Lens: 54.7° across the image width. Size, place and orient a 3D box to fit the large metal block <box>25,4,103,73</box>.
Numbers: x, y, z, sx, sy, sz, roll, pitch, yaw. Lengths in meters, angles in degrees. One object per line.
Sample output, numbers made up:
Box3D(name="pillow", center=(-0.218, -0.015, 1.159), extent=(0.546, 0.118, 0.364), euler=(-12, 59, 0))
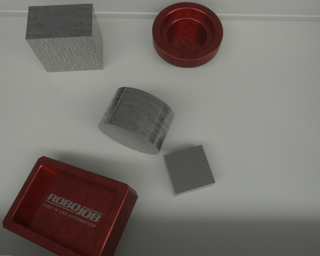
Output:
Box3D(name="large metal block", center=(-0.125, -0.120, 0.423), extent=(0.081, 0.080, 0.050), euler=(-3, 70, -2))

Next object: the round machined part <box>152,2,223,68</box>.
Box3D(name="round machined part", center=(0.039, -0.129, 0.448), extent=(0.099, 0.042, 0.098), euler=(0, 70, -1))

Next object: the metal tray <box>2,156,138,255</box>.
Box3D(name="metal tray", center=(-0.101, 0.092, 0.349), extent=(0.130, 0.030, 0.090), euler=(14, 67, 24))

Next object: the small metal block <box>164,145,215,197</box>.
Box3D(name="small metal block", center=(0.036, 0.054, 0.390), extent=(0.050, 0.025, 0.050), euler=(-15, 71, -6))

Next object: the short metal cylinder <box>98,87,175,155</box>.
Box3D(name="short metal cylinder", center=(-0.029, -0.007, 0.383), extent=(0.080, 0.080, 0.050), euler=(21, 72, 7))
